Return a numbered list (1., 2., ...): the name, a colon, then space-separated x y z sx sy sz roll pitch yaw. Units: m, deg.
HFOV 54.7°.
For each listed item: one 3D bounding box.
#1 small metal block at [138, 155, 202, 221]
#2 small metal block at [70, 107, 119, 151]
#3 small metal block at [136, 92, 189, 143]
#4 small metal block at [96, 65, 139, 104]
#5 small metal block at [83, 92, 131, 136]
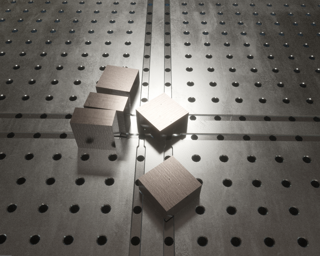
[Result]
1. small metal block: 0.011 0.067 0.351 0.050 0.025 0.050 -31 57 -24
2. small metal block: -0.080 0.002 0.389 0.050 0.050 0.025 4 50 3
3. small metal block: 0.003 -0.015 0.420 0.050 0.025 0.050 -33 58 -25
4. small metal block: -0.062 -0.066 0.462 0.050 0.025 0.050 10 51 8
5. small metal block: -0.067 -0.017 0.405 0.050 0.050 0.025 8 51 6
